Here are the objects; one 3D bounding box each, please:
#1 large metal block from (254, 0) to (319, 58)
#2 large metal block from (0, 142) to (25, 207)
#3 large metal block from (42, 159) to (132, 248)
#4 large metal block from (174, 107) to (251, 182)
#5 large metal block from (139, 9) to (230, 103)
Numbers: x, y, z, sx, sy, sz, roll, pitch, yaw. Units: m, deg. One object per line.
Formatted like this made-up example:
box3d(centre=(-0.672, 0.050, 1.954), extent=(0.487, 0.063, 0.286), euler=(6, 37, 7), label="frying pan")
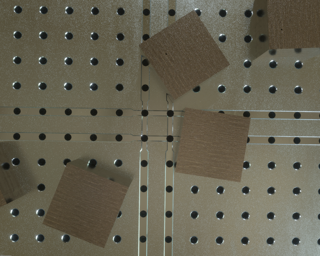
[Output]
box3d(centre=(0.171, -0.137, 0.402), extent=(0.080, 0.050, 0.080), euler=(-2, 90, 0), label="large metal block")
box3d(centre=(-0.239, 0.072, 0.399), extent=(0.080, 0.050, 0.080), euler=(-25, 90, 0), label="large metal block")
box3d(centre=(-0.090, 0.094, 0.400), extent=(0.080, 0.050, 0.080), euler=(22, 90, 0), label="large metal block")
box3d(centre=(0.064, 0.020, 0.401), extent=(0.080, 0.050, 0.080), euler=(9, 90, 0), label="large metal block")
box3d(centre=(0.030, -0.089, 0.401), extent=(0.080, 0.050, 0.080), euler=(-33, 90, 0), label="large metal block")
